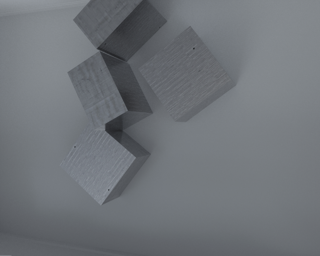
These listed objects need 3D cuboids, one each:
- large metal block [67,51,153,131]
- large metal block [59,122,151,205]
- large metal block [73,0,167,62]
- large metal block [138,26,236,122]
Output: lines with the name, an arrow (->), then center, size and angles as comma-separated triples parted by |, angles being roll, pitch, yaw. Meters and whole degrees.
large metal block -> -0.061, -0.044, 0.402 | 0.050, 0.080, 0.080 | -29, 81, 17
large metal block -> -0.074, 0.043, 0.422 | 0.080, 0.050, 0.080 | 39, 102, 15
large metal block -> -0.048, -0.138, 0.397 | 0.080, 0.080, 0.050 | -42, 77, 15
large metal block -> 0.035, -0.063, 0.384 | 0.080, 0.050, 0.080 | -37, 79, 16
